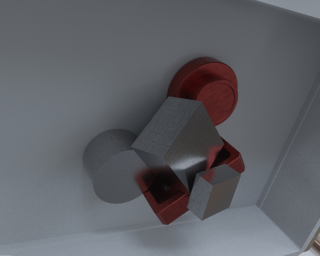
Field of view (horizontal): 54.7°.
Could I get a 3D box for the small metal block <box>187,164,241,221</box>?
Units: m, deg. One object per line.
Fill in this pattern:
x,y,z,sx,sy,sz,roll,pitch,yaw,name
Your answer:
0.064,0.075,0.366,0.050,0.025,0.050,-11,124,-39,small metal block

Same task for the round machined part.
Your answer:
0.062,-0.040,0.407,0.099,0.042,0.097,-14,125,-21,round machined part

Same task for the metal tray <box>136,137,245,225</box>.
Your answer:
0.036,0.058,0.421,0.131,0.090,0.030,-33,128,-7,metal tray

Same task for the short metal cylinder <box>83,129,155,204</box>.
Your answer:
-0.051,0.048,0.393,0.081,0.050,0.079,-14,125,-21,short metal cylinder

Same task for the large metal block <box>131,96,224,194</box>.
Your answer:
0.025,0.021,0.372,0.080,0.050,0.080,-54,133,-22,large metal block
